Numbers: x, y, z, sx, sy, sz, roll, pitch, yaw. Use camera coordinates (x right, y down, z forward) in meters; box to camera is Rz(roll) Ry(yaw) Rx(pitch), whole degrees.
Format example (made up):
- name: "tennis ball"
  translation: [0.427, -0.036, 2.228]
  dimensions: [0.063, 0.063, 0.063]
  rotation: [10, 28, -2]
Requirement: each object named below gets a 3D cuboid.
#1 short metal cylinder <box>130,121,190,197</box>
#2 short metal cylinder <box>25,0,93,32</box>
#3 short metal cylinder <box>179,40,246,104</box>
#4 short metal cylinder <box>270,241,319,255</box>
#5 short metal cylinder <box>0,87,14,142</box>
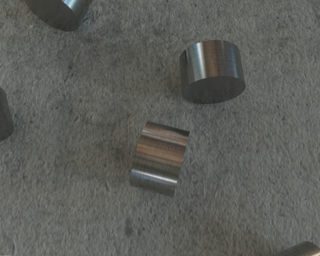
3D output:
- name: "short metal cylinder"
  translation: [0.001, 0.036, 0.366]
  dimensions: [0.050, 0.080, 0.080]
  rotation: [14, 71, 5]
- name: "short metal cylinder"
  translation: [-0.144, -0.186, 0.445]
  dimensions: [0.080, 0.080, 0.050]
  rotation: [18, 71, 6]
- name: "short metal cylinder"
  translation: [0.067, -0.070, 0.406]
  dimensions: [0.081, 0.080, 0.050]
  rotation: [-3, 70, -2]
- name: "short metal cylinder"
  translation: [0.150, 0.166, 0.320]
  dimensions: [0.050, 0.080, 0.080]
  rotation: [-20, 72, -7]
- name: "short metal cylinder"
  translation: [-0.229, -0.014, 0.381]
  dimensions: [0.080, 0.080, 0.050]
  rotation: [-20, 72, -7]
